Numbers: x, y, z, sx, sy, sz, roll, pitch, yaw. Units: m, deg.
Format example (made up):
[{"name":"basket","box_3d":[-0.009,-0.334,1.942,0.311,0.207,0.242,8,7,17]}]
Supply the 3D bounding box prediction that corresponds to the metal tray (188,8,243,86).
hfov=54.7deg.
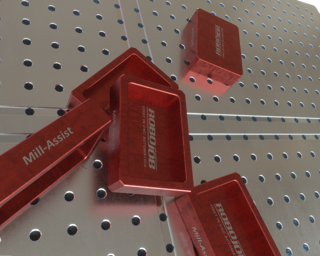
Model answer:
[{"name":"metal tray","box_3d":[0.097,-0.145,0.548,0.091,0.030,0.130,18,55,-18]}]

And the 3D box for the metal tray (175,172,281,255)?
[{"name":"metal tray","box_3d":[0.085,0.127,0.375,0.091,0.030,0.130,-12,68,-33]}]

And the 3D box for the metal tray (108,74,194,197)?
[{"name":"metal tray","box_3d":[-0.011,0.009,0.357,0.091,0.030,0.130,12,61,-29]}]

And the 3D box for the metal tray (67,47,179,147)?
[{"name":"metal tray","box_3d":[-0.043,-0.042,0.408,0.090,0.030,0.131,41,51,-1]}]

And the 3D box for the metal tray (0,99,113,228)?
[{"name":"metal tray","box_3d":[-0.109,0.035,0.286,0.030,0.090,0.131,46,51,3]}]
